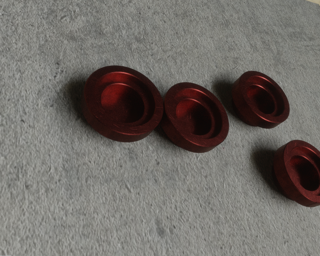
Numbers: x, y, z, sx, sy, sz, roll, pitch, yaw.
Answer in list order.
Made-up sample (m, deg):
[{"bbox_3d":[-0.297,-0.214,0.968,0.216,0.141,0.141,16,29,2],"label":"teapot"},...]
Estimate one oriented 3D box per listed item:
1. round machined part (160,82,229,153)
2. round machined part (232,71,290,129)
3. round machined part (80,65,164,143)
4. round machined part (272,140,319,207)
[{"bbox_3d":[0.041,-0.010,0.420,0.099,0.042,0.098,15,56,-22],"label":"round machined part"},{"bbox_3d":[0.157,-0.041,0.502,0.099,0.042,0.098,14,56,-21],"label":"round machined part"},{"bbox_3d":[-0.049,-0.026,0.382,0.099,0.042,0.098,13,56,-21],"label":"round machined part"},{"bbox_3d":[0.208,0.070,0.461,0.099,0.042,0.098,14,56,-21],"label":"round machined part"}]
